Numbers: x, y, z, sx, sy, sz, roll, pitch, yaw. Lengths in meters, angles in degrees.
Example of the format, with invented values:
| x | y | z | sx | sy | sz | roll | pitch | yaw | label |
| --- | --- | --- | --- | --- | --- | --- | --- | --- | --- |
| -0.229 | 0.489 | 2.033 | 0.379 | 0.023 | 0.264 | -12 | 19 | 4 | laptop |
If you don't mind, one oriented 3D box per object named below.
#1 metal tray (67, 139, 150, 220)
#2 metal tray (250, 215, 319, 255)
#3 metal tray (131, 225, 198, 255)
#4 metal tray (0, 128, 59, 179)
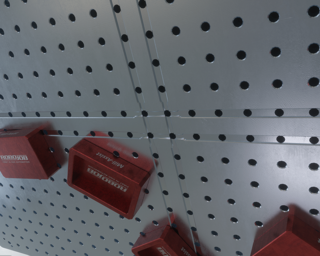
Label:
| x | y | z | sx | sy | sz | roll | pitch | yaw | label |
| --- | --- | --- | --- | --- | --- | --- | --- | --- | --- |
| -0.088 | 0.084 | 0.506 | 0.130 | 0.030 | 0.089 | 26 | 128 | 12 | metal tray |
| 0.201 | 0.185 | 0.416 | 0.130 | 0.030 | 0.089 | 34 | 129 | 5 | metal tray |
| 0.023 | 0.237 | 0.542 | 0.130 | 0.030 | 0.090 | 48 | 129 | -6 | metal tray |
| -0.259 | 0.050 | 0.577 | 0.130 | 0.030 | 0.090 | -4 | 117 | 30 | metal tray |
